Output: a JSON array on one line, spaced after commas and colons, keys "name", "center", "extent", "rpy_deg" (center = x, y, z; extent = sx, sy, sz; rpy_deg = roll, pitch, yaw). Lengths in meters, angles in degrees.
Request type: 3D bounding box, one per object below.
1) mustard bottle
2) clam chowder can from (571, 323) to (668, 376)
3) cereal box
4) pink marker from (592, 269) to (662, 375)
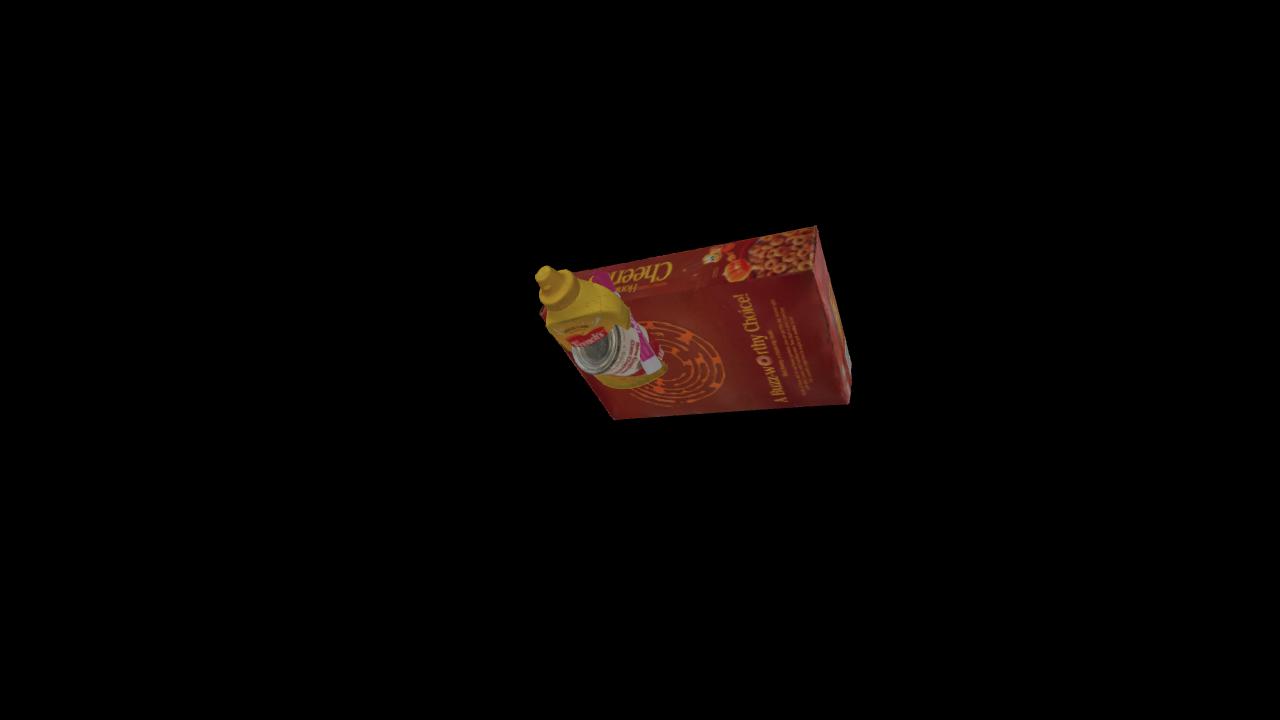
[{"name": "mustard bottle", "center": [-0.049, -0.036, 0.646], "extent": [0.092, 0.054, 0.184], "rpy_deg": [-6, -35, 31]}, {"name": "clam chowder can", "center": [-0.017, -0.016, 0.667], "extent": [0.068, 0.068, 0.102], "rpy_deg": [0, -3, 38]}, {"name": "cereal box", "center": [0.066, -0.026, 0.698], "extent": [0.306, 0.081, 0.203], "rpy_deg": [-6, -44, 27]}, {"name": "pink marker", "center": [-0.015, -0.040, 0.642], "extent": [0.020, 0.121, 0.020], "rpy_deg": [-30, 5, 3]}]
